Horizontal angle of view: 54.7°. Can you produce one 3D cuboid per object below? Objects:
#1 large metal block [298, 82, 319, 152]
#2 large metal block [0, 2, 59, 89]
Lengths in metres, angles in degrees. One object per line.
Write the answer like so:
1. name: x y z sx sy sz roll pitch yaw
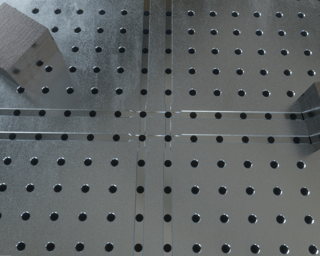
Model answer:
1. large metal block: 0.243 -0.018 0.408 0.081 0.050 0.080 -7 70 -3
2. large metal block: -0.207 -0.116 0.438 0.080 0.050 0.080 32 73 11
